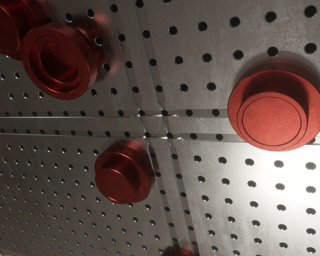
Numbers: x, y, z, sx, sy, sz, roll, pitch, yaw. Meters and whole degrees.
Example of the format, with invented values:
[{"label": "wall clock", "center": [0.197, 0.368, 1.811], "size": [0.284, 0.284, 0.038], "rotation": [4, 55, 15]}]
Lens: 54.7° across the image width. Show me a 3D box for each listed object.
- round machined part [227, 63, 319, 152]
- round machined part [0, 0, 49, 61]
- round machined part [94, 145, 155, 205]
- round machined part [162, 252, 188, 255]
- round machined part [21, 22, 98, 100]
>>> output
[{"label": "round machined part", "center": [0.120, -0.015, 0.327], "size": [0.098, 0.042, 0.097], "rotation": [13, 124, 20]}, {"label": "round machined part", "center": [-0.202, -0.137, 0.419], "size": [0.098, 0.042, 0.097], "rotation": [13, 124, 20]}, {"label": "round machined part", "center": [-0.060, 0.079, 0.479], "size": [0.098, 0.042, 0.097], "rotation": [13, 124, 20]}, {"label": "round machined part", "center": [0.036, 0.271, 0.548], "size": [0.098, 0.042, 0.097], "rotation": [13, 124, 20]}, {"label": "round machined part", "center": [-0.126, -0.089, 0.405], "size": [0.098, 0.042, 0.097], "rotation": [10, 125, 15]}]
